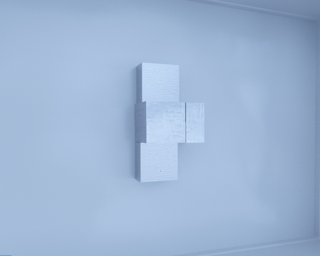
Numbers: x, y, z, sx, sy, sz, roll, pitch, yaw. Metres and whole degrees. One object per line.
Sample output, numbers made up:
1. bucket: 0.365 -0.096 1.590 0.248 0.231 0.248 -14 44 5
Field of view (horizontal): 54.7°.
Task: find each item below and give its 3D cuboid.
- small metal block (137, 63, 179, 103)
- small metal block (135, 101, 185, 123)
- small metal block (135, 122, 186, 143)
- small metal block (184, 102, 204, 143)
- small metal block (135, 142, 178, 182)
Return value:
1. small metal block: -0.003 -0.057 0.407 0.050 0.025 0.050 0 90 -20
2. small metal block: -0.001 -0.019 0.395 0.050 0.050 0.025 0 90 -20
3. small metal block: -0.001 0.005 0.395 0.050 0.050 0.025 0 90 -20
4. small metal block: 0.035 -0.007 0.408 0.025 0.050 0.050 0 90 -20
5. small metal block: -0.005 0.043 0.407 0.050 0.025 0.050 0 90 -20
